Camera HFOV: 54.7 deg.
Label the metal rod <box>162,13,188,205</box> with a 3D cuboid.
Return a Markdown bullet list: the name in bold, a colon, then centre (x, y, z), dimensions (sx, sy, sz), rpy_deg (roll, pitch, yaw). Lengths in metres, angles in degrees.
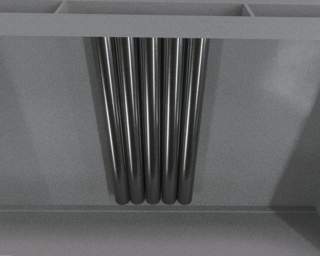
- **metal rod**: centre (0.015, 0.002, 0.409), dimensions (0.025, 0.025, 0.298), rpy_deg (0, 130, 0)

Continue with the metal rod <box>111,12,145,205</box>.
- **metal rod**: centre (-0.036, 0.001, 0.408), dimensions (0.025, 0.025, 0.298), rpy_deg (0, 130, 0)

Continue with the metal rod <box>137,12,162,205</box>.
- **metal rod**: centre (-0.011, 0.001, 0.408), dimensions (0.025, 0.025, 0.298), rpy_deg (0, 130, 0)

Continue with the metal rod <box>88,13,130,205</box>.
- **metal rod**: centre (-0.060, 0.002, 0.408), dimensions (0.025, 0.025, 0.298), rpy_deg (0, 130, 0)

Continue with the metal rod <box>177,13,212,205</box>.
- **metal rod**: centre (0.040, 0.002, 0.409), dimensions (0.025, 0.025, 0.298), rpy_deg (0, 130, 0)
